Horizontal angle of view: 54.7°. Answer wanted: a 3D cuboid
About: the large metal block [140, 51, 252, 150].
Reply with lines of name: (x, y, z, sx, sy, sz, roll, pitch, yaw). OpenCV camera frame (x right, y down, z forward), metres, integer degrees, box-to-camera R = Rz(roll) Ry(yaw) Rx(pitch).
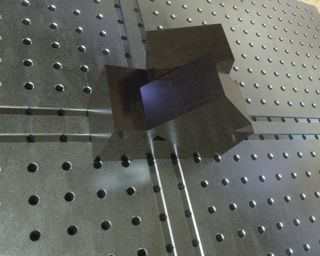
large metal block: (0.039, -0.023, 0.323, 0.080, 0.080, 0.050, 30, 42, -54)

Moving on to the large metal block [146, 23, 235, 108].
large metal block: (0.028, -0.066, 0.348, 0.081, 0.080, 0.050, -8, 64, -7)

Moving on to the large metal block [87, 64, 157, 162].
large metal block: (-0.046, -0.014, 0.358, 0.050, 0.080, 0.080, 2, 61, -28)

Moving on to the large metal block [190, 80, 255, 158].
large metal block: (0.071, -0.012, 0.420, 0.050, 0.080, 0.080, 4, 60, -27)

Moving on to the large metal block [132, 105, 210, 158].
large metal block: (0.007, -0.008, 0.400, 0.081, 0.050, 0.080, 3, 61, -27)
